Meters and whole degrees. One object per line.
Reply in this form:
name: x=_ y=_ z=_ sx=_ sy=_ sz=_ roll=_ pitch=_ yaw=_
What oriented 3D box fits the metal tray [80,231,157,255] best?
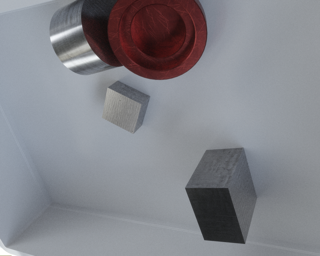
metal tray: x=-0.068 y=0.230 z=0.561 sx=0.130 sy=0.030 sz=0.090 roll=7 pitch=147 yaw=24

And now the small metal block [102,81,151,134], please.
small metal block: x=-0.046 y=-0.028 z=0.414 sx=0.050 sy=0.025 sz=0.050 roll=27 pitch=128 yaw=11

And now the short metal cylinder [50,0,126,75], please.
short metal cylinder: x=-0.072 y=-0.103 z=0.344 sx=0.050 sy=0.080 sz=0.080 roll=-6 pitch=116 yaw=36

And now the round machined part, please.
round machined part: x=-0.001 y=-0.103 z=0.321 sx=0.099 sy=0.042 sz=0.097 roll=3 pitch=127 yaw=4

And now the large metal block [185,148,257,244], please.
large metal block: x=0.079 y=0.080 z=0.381 sx=0.050 sy=0.080 sz=0.080 roll=-7 pitch=115 yaw=31
